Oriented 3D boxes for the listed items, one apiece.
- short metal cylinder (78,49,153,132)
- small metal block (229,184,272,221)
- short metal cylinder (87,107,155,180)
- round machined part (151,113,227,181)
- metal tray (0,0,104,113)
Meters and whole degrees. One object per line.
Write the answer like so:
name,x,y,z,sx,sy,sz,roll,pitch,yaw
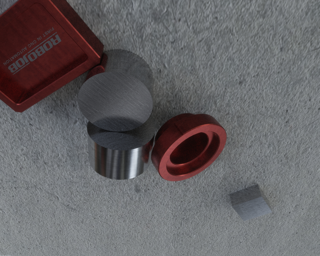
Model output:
short metal cylinder,-0.048,-0.042,0.354,0.081,0.050,0.079,0,130,0
small metal block,0.151,0.125,0.515,0.050,0.025,0.050,-25,126,20
short metal cylinder,-0.049,0.017,0.386,0.081,0.080,0.050,5,130,-4
round machined part,0.032,0.020,0.396,0.099,0.042,0.097,-20,139,-18
metal tray,-0.139,-0.081,0.333,0.130,0.030,0.090,-27,126,20
